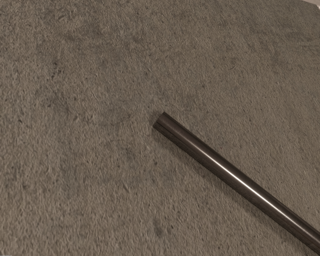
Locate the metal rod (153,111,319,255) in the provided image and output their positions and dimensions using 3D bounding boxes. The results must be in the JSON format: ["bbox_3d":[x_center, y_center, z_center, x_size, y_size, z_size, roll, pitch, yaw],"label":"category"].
[{"bbox_3d":[0.117,0.079,0.420,0.301,0.025,0.025,38,51,-3],"label":"metal rod"}]
